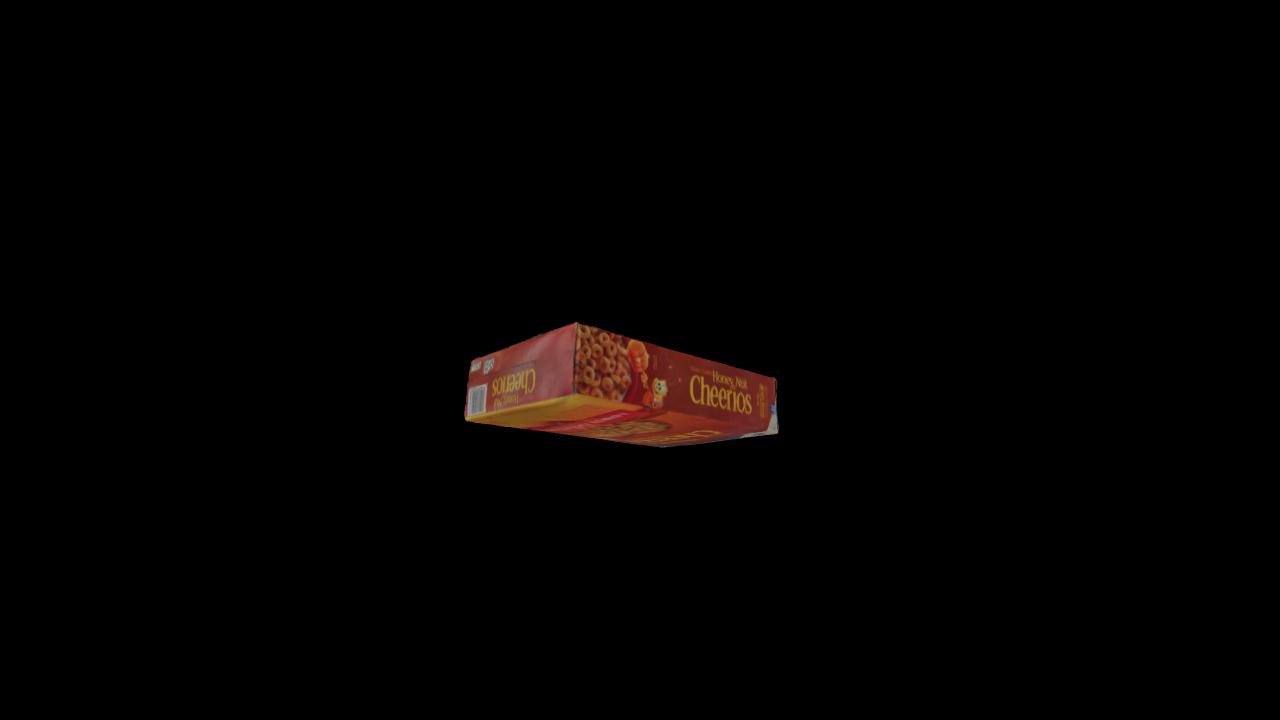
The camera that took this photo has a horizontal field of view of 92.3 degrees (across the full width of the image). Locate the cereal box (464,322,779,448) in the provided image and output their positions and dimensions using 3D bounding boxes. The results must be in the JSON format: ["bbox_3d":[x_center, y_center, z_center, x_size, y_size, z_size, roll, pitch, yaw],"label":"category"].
[{"bbox_3d":[-0.012,0.045,0.701,0.306,0.081,0.203,15,-20,-41],"label":"cereal box"}]
